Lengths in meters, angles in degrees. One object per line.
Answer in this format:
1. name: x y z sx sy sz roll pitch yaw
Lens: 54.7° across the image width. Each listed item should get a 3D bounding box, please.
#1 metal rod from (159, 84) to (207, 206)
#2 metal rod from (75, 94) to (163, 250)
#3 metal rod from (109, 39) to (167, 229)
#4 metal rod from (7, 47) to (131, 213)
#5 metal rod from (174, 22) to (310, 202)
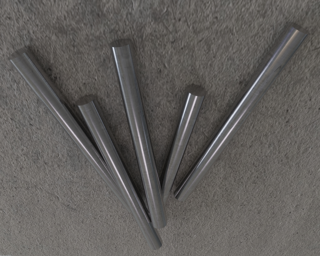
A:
1. metal rod: 0.013 0.066 0.463 0.025 0.025 0.298 9 130 -8
2. metal rod: -0.049 0.084 0.459 0.025 0.025 0.299 -13 124 10
3. metal rod: -0.021 0.031 0.414 0.025 0.025 0.298 -6 125 5
4. metal rod: -0.099 0.025 0.426 0.025 0.025 0.299 -17 128 14
5. metal rod: 0.089 0.002 0.409 0.025 0.025 0.298 17 128 -14
